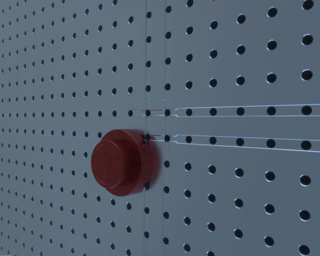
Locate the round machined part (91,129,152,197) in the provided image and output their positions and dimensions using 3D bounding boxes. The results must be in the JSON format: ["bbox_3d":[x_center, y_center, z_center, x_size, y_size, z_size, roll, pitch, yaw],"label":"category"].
[{"bbox_3d":[-0.062,0.050,0.447,0.098,0.042,0.097,0,90,39],"label":"round machined part"}]
